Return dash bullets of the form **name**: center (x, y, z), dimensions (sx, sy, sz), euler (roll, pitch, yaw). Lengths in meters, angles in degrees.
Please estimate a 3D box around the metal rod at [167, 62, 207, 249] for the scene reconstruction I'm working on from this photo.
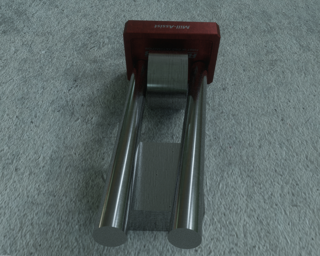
- **metal rod**: center (0.039, -0.004, 0.348), dimensions (0.025, 0.025, 0.301), euler (7, 35, 5)

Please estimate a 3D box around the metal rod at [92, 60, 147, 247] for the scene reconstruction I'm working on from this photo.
- **metal rod**: center (-0.032, -0.006, 0.350), dimensions (0.025, 0.025, 0.300), euler (2, 35, 1)

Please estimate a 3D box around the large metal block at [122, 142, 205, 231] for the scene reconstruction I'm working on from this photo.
- **large metal block**: center (0.003, 0.062, 0.333), dimensions (0.081, 0.050, 0.080), euler (1, 50, 1)

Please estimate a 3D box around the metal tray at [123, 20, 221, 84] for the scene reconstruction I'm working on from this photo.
- **metal tray**: center (0.016, -0.109, 0.454), dimensions (0.131, 0.089, 0.030), euler (2, 50, 1)

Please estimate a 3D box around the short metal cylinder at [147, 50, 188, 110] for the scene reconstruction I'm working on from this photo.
- **short metal cylinder**: center (0.010, -0.065, 0.425), dimensions (0.050, 0.080, 0.080), euler (2, 50, 1)
